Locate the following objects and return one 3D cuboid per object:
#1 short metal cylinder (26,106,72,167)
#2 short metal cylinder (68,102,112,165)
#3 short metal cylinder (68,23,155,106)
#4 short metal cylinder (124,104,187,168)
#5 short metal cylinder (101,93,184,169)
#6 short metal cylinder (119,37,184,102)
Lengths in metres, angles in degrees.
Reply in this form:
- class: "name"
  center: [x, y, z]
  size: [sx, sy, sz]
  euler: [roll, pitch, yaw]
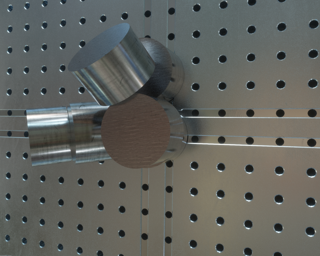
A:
- class: "short metal cylinder"
  center: [-0.155, 0.011, 0.431]
  size: [0.050, 0.080, 0.080]
  euler: [-6, 87, -22]
- class: "short metal cylinder"
  center: [-0.091, 0.005, 0.408]
  size: [0.050, 0.080, 0.080]
  euler: [-6, 88, -22]
- class: "short metal cylinder"
  center: [-0.053, -0.070, 0.341]
  size: [0.080, 0.080, 0.050]
  euler: [-25, 125, 18]
- class: "short metal cylinder"
  center: [-0.010, 0.009, 0.402]
  size: [0.080, 0.050, 0.080]
  euler: [0, 90, 20]
- class: "short metal cylinder"
  center: [-0.019, 0.003, 0.351]
  size: [0.080, 0.050, 0.080]
  euler: [0, 90, 20]
- class: "short metal cylinder"
  center: [-0.014, -0.071, 0.404]
  size: [0.080, 0.050, 0.079]
  euler: [0, 90, 20]
